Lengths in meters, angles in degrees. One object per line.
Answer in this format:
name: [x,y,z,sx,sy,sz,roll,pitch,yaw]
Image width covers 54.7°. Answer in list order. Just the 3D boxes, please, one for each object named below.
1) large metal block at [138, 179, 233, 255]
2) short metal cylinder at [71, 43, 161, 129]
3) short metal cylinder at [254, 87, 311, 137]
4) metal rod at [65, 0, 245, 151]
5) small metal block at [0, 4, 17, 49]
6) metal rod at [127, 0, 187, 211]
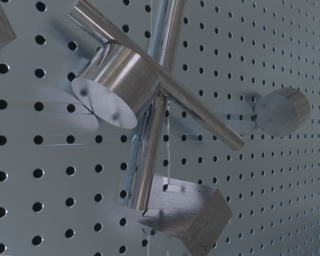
large metal block: [0.033,0.117,0.402,0.080,0.080,0.050,-46,118,-30]
short metal cylinder: [-0.046,-0.043,0.335,0.080,0.080,0.050,47,62,-30]
short metal cylinder: [0.220,-0.029,0.558,0.050,0.080,0.080,-24,105,-38]
metal rod: [0.016,-0.049,0.389,0.301,0.025,0.025,35,68,-34]
small metal block: [-0.153,-0.092,0.264,0.025,0.050,0.050,-34,111,-35]
metal rod: [-0.001,-0.045,0.408,0.025,0.025,0.299,18,79,-39]
